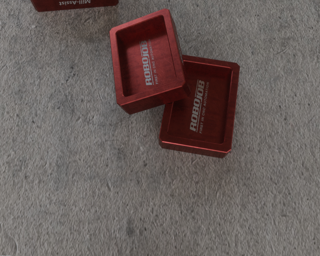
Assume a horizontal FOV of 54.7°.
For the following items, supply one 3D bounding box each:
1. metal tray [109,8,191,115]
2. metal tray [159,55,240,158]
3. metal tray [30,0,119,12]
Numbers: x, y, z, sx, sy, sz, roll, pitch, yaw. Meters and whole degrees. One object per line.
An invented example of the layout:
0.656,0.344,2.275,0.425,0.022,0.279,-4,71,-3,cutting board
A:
-0.016,-0.091,0.416,0.090,0.030,0.130,-16,63,13,metal tray
0.054,-0.031,0.416,0.090,0.030,0.130,10,70,3,metal tray
-0.135,-0.234,0.490,0.131,0.030,0.090,-6,70,-2,metal tray
